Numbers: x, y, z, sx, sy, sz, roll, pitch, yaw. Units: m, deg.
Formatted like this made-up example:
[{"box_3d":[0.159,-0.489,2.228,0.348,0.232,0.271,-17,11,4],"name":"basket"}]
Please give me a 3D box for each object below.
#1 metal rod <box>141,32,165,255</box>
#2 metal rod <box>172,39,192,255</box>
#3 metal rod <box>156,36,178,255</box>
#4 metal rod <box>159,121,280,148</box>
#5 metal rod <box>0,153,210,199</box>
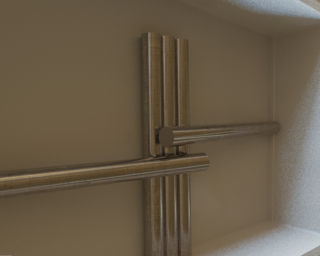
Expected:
[{"box_3d":[-0.009,0.030,0.399,0.025,0.025,0.298,-2,91,-40],"name":"metal rod"},{"box_3d":[0.030,0.028,0.432,0.025,0.025,0.298,-2,91,-40],"name":"metal rod"},{"box_3d":[0.010,0.029,0.415,0.025,0.025,0.298,-2,91,-40],"name":"metal rod"},{"box_3d":[0.112,0.005,0.479,0.302,0.025,0.025,-3,92,-46],"name":"metal rod"},{"box_3d":[-0.067,0.049,0.329,0.303,0.025,0.025,-2,91,-34],"name":"metal rod"}]
